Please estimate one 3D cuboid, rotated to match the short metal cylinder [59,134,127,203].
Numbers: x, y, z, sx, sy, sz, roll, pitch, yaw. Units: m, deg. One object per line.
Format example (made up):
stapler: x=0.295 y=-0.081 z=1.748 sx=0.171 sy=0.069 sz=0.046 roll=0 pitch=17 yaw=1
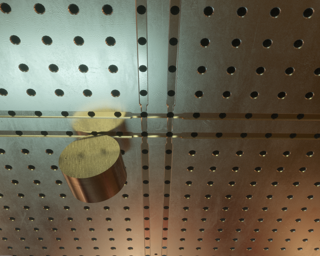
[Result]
short metal cylinder: x=-0.089 y=0.053 z=0.420 sx=0.080 sy=0.080 sz=0.050 roll=-5 pitch=130 yaw=4
